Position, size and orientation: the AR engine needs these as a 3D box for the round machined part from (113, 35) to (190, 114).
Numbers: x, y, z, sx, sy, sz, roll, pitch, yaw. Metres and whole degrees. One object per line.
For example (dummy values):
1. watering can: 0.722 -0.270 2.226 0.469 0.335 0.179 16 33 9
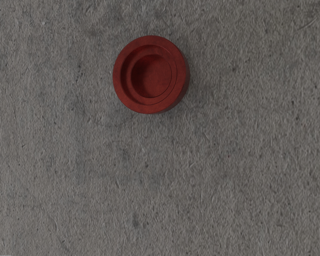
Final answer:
1. round machined part: -0.008 -0.066 0.403 0.098 0.042 0.097 0 90 20
